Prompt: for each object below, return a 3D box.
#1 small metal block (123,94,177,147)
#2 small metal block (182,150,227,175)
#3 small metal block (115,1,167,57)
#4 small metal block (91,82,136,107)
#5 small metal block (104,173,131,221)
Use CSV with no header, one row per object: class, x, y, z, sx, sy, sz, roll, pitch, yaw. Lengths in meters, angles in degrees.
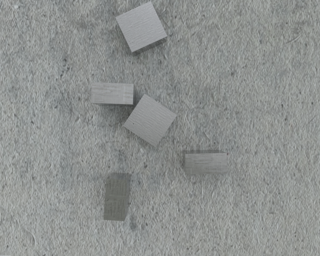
small metal block,-0.013,-0.010,0.410,0.050,0.025,0.050,34,90,0
small metal block,0.056,0.043,0.398,0.050,0.050,0.025,-1,90,0
small metal block,-0.024,-0.130,0.410,0.050,0.025,0.050,-25,90,0
small metal block,-0.057,-0.042,0.397,0.050,0.050,0.025,2,90,0
small metal block,-0.054,0.086,0.397,0.025,0.050,0.050,4,90,0
